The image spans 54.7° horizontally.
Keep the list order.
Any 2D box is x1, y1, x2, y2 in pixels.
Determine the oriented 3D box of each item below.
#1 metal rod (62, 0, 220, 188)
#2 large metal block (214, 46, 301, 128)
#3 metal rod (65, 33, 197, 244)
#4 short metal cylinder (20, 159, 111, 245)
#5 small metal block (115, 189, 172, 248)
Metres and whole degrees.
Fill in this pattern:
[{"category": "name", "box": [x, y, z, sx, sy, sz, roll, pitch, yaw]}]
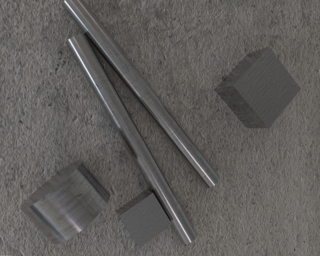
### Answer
[{"category": "metal rod", "box": [-0.016, -0.039, 0.403, 0.025, 0.025, 0.300, -42, 103, -15]}, {"category": "large metal block", "box": [0.141, -0.056, 0.448, 0.080, 0.050, 0.080, -47, 105, -14]}, {"category": "metal rod", "box": [-0.031, 0.021, 0.397, 0.025, 0.025, 0.299, -32, 101, -17]}, {"category": "short metal cylinder", "box": [-0.103, 0.079, 0.342, 0.080, 0.080, 0.050, -40, 103, -16]}, {"category": "small metal block", "box": [-0.021, 0.116, 0.402, 0.050, 0.025, 0.050, -33, 101, -17]}]
